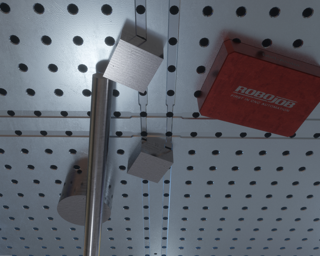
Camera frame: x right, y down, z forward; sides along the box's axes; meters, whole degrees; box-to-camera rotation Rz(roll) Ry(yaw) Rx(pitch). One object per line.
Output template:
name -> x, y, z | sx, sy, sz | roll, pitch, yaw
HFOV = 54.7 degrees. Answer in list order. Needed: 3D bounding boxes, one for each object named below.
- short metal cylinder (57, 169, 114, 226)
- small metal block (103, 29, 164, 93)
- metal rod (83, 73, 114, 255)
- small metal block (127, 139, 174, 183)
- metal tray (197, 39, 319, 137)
short metal cylinder -> -0.115, 0.110, 0.488 | 0.081, 0.050, 0.079 | 0, 130, 0
small metal block -> -0.030, -0.074, 0.348 | 0.050, 0.025, 0.050 | 21, 127, -18
metal rod -> -0.087, 0.074, 0.421 | 0.025, 0.025, 0.298 | 6, 114, -6
small metal block -> -0.015, 0.050, 0.454 | 0.050, 0.025, 0.050 | 21, 127, -17
metal tray -> 0.122, -0.043, 0.373 | 0.131, 0.030, 0.089 | 13, 129, -12
